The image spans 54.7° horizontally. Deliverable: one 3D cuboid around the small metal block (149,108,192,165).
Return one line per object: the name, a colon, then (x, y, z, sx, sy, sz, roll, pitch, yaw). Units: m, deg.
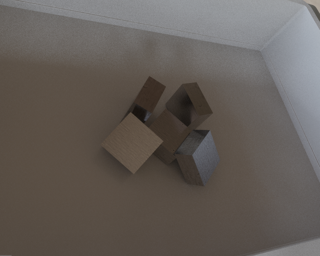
small metal block: (0.009, 0.011, 0.402, 0.050, 0.025, 0.050, 41, 51, -1)

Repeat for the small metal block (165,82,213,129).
small metal block: (0.039, -0.027, 0.426, 0.025, 0.050, 0.050, -12, 68, -34)

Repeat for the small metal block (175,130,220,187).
small metal block: (0.049, 0.037, 0.392, 0.050, 0.025, 0.050, -49, 127, -40)

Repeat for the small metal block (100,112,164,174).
small metal block: (-0.032, 0.018, 0.362, 0.050, 0.025, 0.050, 42, 84, 0)

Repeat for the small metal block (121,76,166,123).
small metal block: (-0.022, -0.030, 0.394, 0.025, 0.050, 0.050, 32, 51, -8)
